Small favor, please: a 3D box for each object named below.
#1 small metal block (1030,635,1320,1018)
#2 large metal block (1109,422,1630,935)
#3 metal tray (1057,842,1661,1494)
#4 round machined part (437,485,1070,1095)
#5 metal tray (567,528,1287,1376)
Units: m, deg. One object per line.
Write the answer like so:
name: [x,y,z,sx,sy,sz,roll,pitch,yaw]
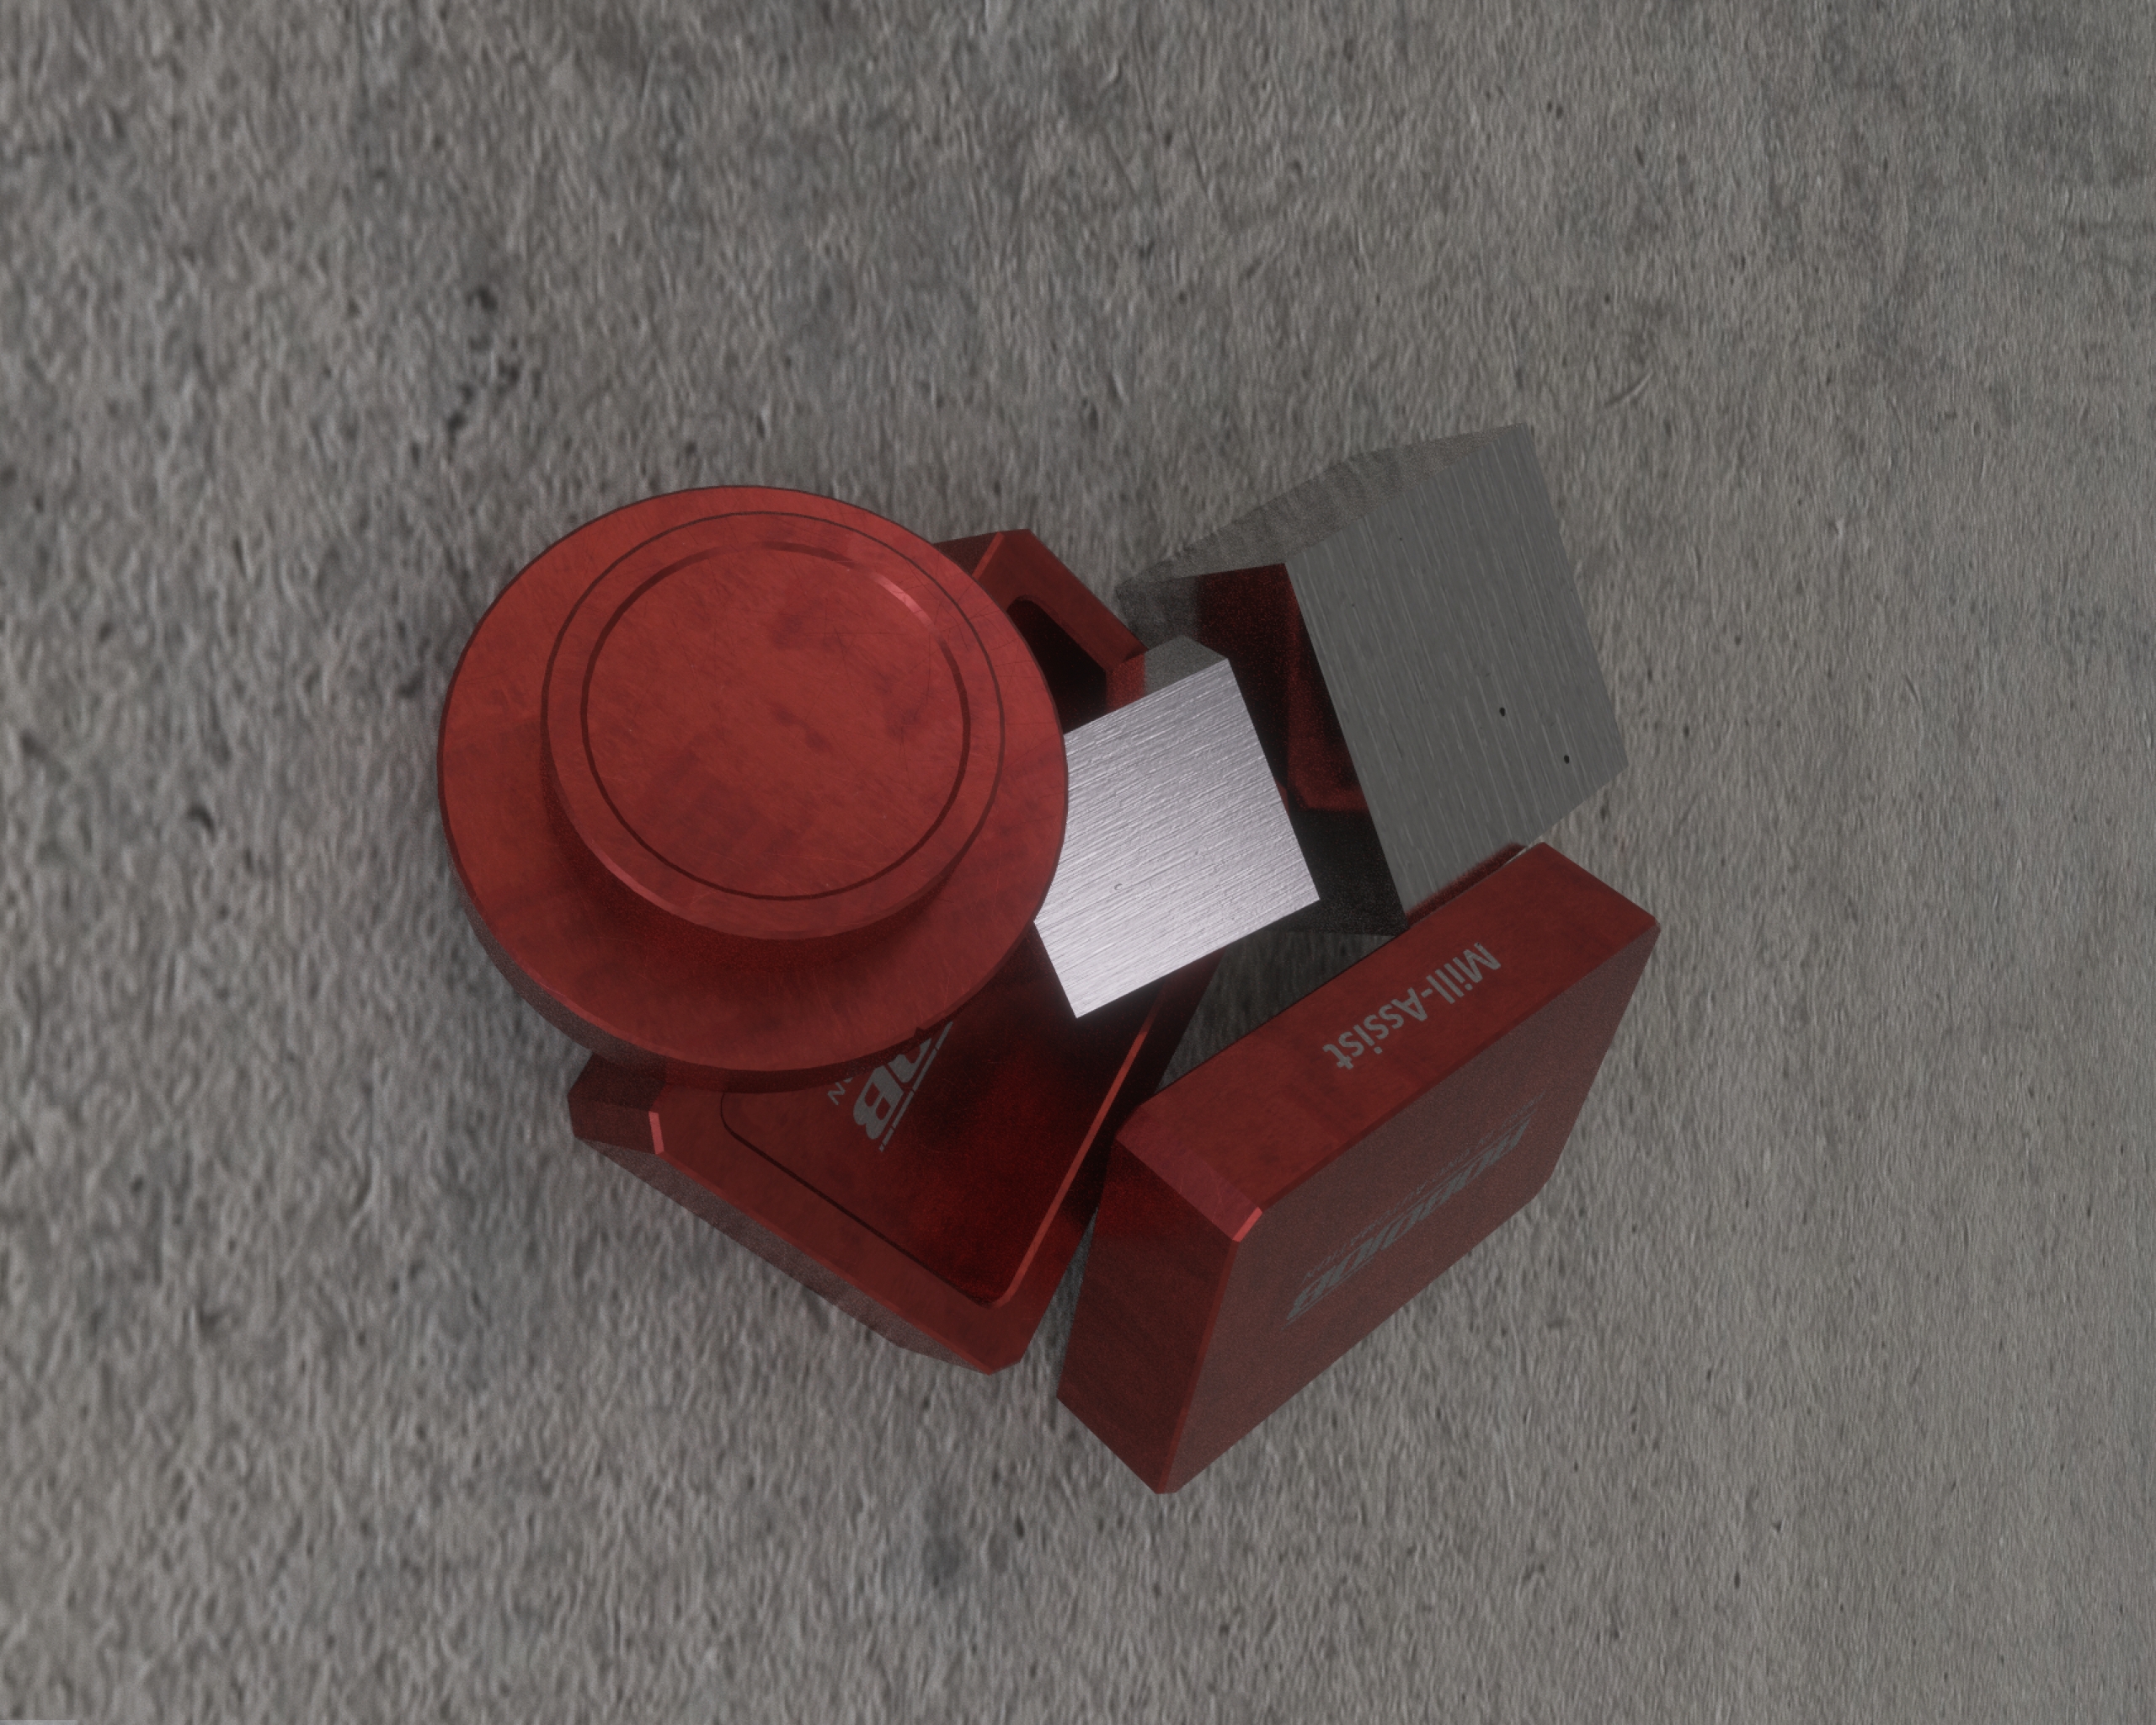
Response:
small metal block: [0.010,-0.007,0.385,0.050,0.025,0.050,-26,111,-8]
large metal block: [0.064,-0.039,0.444,0.081,0.050,0.080,-34,111,-35]
metal tray: [0.057,0.060,0.421,0.131,0.030,0.089,-29,144,-36]
round machined part: [-0.049,-0.016,0.327,0.099,0.042,0.098,4,72,-14]
metal tray: [-0.021,0.015,0.384,0.090,0.030,0.130,42,64,-32]
